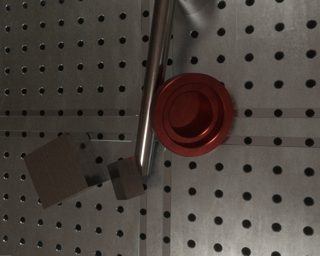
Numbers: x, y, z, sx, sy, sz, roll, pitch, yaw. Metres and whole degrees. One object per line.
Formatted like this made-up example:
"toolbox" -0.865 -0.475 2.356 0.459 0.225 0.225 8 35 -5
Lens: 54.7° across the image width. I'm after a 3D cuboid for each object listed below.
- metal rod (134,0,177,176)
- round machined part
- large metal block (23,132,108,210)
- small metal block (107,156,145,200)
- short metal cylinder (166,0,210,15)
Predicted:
"metal rod" -0.003 -0.081 0.377 0.025 0.025 0.298 15 108 19
"round machined part" 0.035 -0.018 0.374 0.099 0.042 0.097 -3 102 -15
"large metal block" -0.136 0.059 0.446 0.080 0.050 0.080 -28 81 17
"small metal block" -0.046 0.068 0.413 0.025 0.050 0.050 -15 84 -25
"short metal cylinder" 0.027 -0.190 0.389 0.080 0.050 0.079 0 90 19
